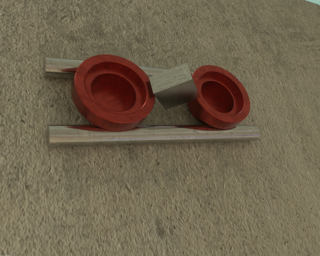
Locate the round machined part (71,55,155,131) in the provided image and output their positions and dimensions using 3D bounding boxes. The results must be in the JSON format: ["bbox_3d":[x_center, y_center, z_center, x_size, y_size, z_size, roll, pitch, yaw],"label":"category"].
[{"bbox_3d":[-0.059,-0.039,0.380,0.099,0.042,0.098,14,56,-21],"label":"round machined part"}]

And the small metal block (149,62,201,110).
[{"bbox_3d":[0.020,-0.052,0.398,0.050,0.050,0.025,-20,64,11],"label":"small metal block"}]

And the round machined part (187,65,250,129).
[{"bbox_3d":[0.079,-0.041,0.455,0.099,0.042,0.098,14,56,-21],"label":"round machined part"}]

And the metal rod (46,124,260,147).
[{"bbox_3d":[0.012,0.008,0.406,0.303,0.025,0.025,0,62,-28],"label":"metal rod"}]

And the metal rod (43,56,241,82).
[{"bbox_3d":[-0.007,-0.075,0.446,0.303,0.025,0.025,0,62,-28],"label":"metal rod"}]
